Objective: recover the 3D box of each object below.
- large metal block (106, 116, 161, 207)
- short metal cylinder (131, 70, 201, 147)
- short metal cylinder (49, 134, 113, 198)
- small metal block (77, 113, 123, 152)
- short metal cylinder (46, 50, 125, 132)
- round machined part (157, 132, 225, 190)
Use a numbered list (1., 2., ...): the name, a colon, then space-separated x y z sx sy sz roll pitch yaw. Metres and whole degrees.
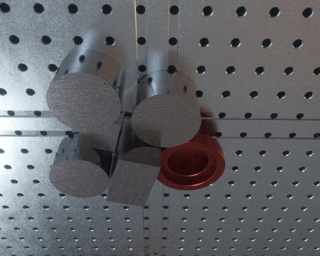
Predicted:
1. large metal block: -0.034 0.044 0.408 0.050 0.080 0.079 12 129 -10
2. short metal cylinder: 0.007 -0.022 0.376 0.081 0.050 0.079 0 130 0
3. short metal cylinder: -0.110 0.054 0.440 0.081 0.050 0.079 0 130 0
4. small metal block: -0.080 0.002 0.412 0.050 0.025 0.050 11 129 -10
5. short metal cylinder: -0.083 -0.042 0.358 0.081 0.050 0.079 0 130 0
6. round machined part: 0.039 0.041 0.435 0.099 0.042 0.097 0 130 0
